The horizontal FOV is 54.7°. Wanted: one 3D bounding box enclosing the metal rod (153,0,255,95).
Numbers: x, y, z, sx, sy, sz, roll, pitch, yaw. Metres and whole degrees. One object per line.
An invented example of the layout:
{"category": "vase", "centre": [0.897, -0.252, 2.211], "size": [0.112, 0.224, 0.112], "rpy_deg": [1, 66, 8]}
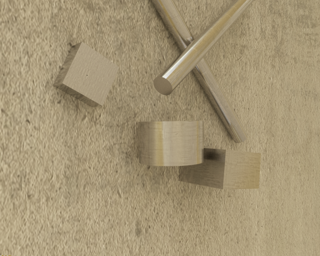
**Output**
{"category": "metal rod", "centre": [0.080, -0.139, 0.446], "size": [0.301, 0.025, 0.025], "rpy_deg": [-50, 120, -38]}

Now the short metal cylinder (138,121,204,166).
{"category": "short metal cylinder", "centre": [0.014, 0.016, 0.382], "size": [0.081, 0.080, 0.050], "rpy_deg": [-2, 92, -40]}

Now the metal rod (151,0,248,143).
{"category": "metal rod", "centre": [0.058, -0.092, 0.455], "size": [0.025, 0.025, 0.299], "rpy_deg": [-51, 120, -28]}

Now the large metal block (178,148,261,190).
{"category": "large metal block", "centre": [0.085, 0.056, 0.443], "size": [0.081, 0.080, 0.050], "rpy_deg": [9, 85, -40]}

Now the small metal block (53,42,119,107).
{"category": "small metal block", "centre": [-0.080, -0.057, 0.339], "size": [0.050, 0.025, 0.050], "rpy_deg": [31, 71, -36]}
